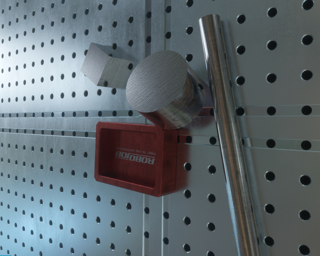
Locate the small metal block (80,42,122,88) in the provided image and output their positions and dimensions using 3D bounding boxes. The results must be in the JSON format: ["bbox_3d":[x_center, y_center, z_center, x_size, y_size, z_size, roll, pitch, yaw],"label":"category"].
[{"bbox_3d":[-0.093,-0.098,0.484,0.050,0.025,0.050,41,115,32],"label":"small metal block"}]

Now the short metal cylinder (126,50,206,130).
[{"bbox_3d":[0.007,-0.044,0.367,0.080,0.050,0.080,-14,60,26],"label":"short metal cylinder"}]

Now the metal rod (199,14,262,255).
[{"bbox_3d":[0.079,0.020,0.343,0.025,0.025,0.298,-14,81,39],"label":"metal rod"}]

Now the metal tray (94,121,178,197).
[{"bbox_3d":[-0.038,0.038,0.434,0.130,0.030,0.089,4,93,39],"label":"metal tray"}]
